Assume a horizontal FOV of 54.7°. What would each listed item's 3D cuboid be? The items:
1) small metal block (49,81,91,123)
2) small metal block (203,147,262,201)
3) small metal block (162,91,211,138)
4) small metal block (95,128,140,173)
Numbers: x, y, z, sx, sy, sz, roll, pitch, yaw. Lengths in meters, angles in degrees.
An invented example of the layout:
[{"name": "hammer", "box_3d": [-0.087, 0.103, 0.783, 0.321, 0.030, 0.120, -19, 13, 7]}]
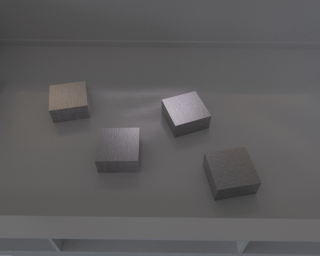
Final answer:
[{"name": "small metal block", "box_3d": [-0.127, -0.037, 0.435, 0.050, 0.025, 0.050, -9, 51, -8]}, {"name": "small metal block", "box_3d": [0.082, 0.053, 0.361, 0.050, 0.025, 0.050, -8, 51, -7]}, {"name": "small metal block", "box_3d": [0.035, -0.019, 0.421, 0.050, 0.025, 0.050, -16, 52, -13]}, {"name": "small metal block", "box_3d": [-0.050, 0.027, 0.382, 0.050, 0.025, 0.050, -1, 50, -1]}]
